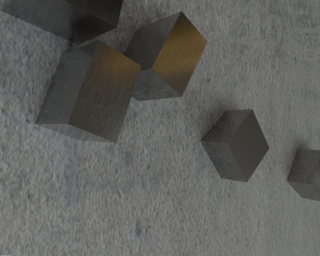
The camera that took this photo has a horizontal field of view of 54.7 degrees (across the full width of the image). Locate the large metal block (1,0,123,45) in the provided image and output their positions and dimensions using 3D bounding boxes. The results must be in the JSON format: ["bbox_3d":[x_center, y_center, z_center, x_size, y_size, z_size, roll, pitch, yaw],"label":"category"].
[{"bbox_3d":[-0.091,-0.126,0.294,0.080,0.080,0.050,18,79,-39],"label":"large metal block"}]

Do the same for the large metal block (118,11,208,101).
[{"bbox_3d":[-0.002,-0.081,0.369,0.050,0.080,0.080,39,66,-34],"label":"large metal block"}]

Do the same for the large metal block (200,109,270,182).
[{"bbox_3d":[0.122,0.027,0.493,0.080,0.050,0.080,-46,118,-30],"label":"large metal block"}]

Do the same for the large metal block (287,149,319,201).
[{"bbox_3d":[0.325,0.101,0.666,0.080,0.050,0.080,42,65,-32],"label":"large metal block"}]

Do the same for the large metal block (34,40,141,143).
[{"bbox_3d":[-0.073,-0.032,0.309,0.050,0.080,0.080,26,74,-37],"label":"large metal block"}]
